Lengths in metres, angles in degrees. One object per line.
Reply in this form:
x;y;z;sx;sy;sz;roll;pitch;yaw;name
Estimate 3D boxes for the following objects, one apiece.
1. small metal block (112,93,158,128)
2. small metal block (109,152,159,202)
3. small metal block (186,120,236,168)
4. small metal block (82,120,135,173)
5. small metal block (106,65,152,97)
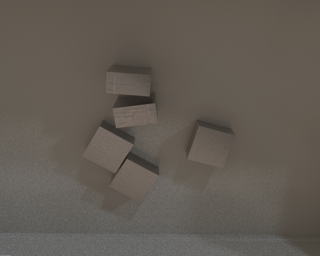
-0.029;-0.023;0.389;0.050;0.050;0.025;-7;110;2;small metal block
-0.036;0.069;0.436;0.050;0.025;0.050;30;107;-11;small metal block
0.067;0.021;0.420;0.050;0.025;0.050;15;109;-6;small metal block
-0.069;0.025;0.420;0.050;0.025;0.050;30;107;-11;small metal block
-0.036;-0.059;0.376;0.050;0.050;0.025;4;110;-2;small metal block
